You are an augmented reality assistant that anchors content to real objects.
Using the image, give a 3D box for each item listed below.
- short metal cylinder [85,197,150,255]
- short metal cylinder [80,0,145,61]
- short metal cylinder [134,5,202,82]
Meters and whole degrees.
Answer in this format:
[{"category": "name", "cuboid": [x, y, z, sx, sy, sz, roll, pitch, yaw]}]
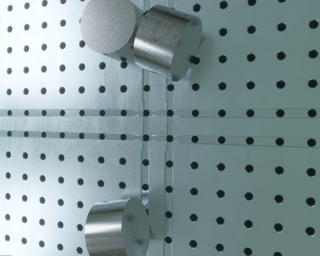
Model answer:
[{"category": "short metal cylinder", "cuboid": [-0.053, 0.133, 0.402, 0.050, 0.080, 0.080, -12, 86, 20]}, {"category": "short metal cylinder", "cuboid": [-0.059, -0.135, 0.420, 0.080, 0.050, 0.079, 0, 90, 20]}, {"category": "short metal cylinder", "cuboid": [0.011, -0.103, 0.379, 0.050, 0.080, 0.080, 25, 98, 18]}]
